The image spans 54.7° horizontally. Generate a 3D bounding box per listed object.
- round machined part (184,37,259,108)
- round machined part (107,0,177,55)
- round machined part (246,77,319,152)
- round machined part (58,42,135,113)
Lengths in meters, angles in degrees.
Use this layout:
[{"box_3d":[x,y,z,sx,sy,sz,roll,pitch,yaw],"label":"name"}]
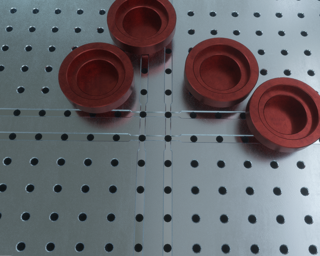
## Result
[{"box_3d":[0.082,-0.073,0.430,0.099,0.042,0.098,0,70,-1],"label":"round machined part"},{"box_3d":[-0.026,-0.150,0.457,0.099,0.042,0.098,0,70,-1],"label":"round machined part"},{"box_3d":[0.162,-0.014,0.410,0.099,0.042,0.098,0,70,-1],"label":"round machined part"},{"box_3d":[-0.084,-0.065,0.425,0.099,0.042,0.098,0,70,-1],"label":"round machined part"}]
